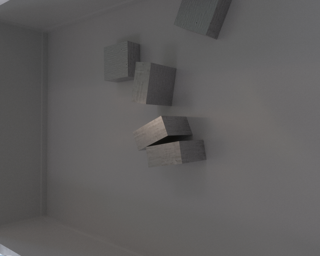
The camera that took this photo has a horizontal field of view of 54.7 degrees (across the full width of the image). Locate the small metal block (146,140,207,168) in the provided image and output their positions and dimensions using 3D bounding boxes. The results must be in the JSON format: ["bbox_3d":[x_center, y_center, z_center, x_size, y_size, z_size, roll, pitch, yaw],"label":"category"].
[{"bbox_3d":[0.020,0.031,0.374,0.050,0.050,0.025,-13,82,39],"label":"small metal block"}]

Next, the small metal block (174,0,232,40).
[{"bbox_3d":[0.050,-0.138,0.365,0.050,0.025,0.050,31,109,35],"label":"small metal block"}]

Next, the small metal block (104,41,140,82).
[{"bbox_3d":[-0.056,-0.095,0.453,0.050,0.025,0.050,-2,89,40],"label":"small metal block"}]

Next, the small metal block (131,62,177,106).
[{"bbox_3d":[-0.007,-0.055,0.397,0.025,0.050,0.050,13,98,39],"label":"small metal block"}]

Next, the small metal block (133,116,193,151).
[{"bbox_3d":[0.004,0.007,0.388,0.050,0.050,0.025,-29,72,36],"label":"small metal block"}]
